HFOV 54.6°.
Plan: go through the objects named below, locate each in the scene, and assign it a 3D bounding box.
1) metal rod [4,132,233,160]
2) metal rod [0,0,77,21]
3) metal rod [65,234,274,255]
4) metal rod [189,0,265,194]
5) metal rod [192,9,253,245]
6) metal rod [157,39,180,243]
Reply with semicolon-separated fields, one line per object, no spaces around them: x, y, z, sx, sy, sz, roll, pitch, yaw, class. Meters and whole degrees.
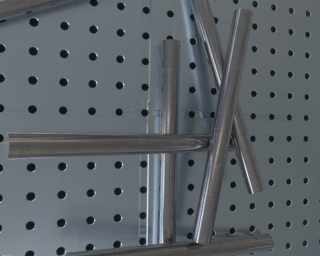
-0.015;0.019;0.366;0.302;0.025;0.025;1;90;-35;metal rod
-0.065;-0.185;0.388;0.302;0.025;0.025;-24;98;-18;metal rod
0.033;0.159;0.400;0.302;0.025;0.025;7;88;-29;metal rod
0.089;-0.058;0.425;0.025;0.025;0.299;-16;88;-19;metal rod
0.080;-0.002;0.398;0.025;0.025;0.299;11;89;-20;metal rod
0.011;0.033;0.416;0.025;0.025;0.298;1;90;-20;metal rod
